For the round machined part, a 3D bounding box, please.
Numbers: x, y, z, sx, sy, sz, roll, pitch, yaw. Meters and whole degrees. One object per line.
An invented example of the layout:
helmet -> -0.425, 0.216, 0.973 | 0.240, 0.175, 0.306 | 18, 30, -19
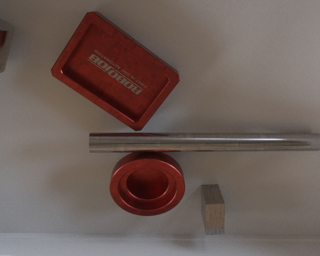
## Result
round machined part -> -0.017, 0.070, 0.422 | 0.099, 0.042, 0.097 | -1, 120, -1

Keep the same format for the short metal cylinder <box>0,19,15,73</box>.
short metal cylinder -> -0.210, -0.099, 0.342 | 0.080, 0.080, 0.050 | 21, 109, -8

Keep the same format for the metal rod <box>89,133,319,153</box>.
metal rod -> 0.064, 0.018, 0.400 | 0.302, 0.025, 0.025 | 0, 110, -8

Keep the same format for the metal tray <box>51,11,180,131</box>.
metal tray -> -0.053, -0.068, 0.382 | 0.130, 0.030, 0.090 | 35, 106, -12

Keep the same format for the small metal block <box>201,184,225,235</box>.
small metal block -> 0.075, 0.115, 0.442 | 0.025, 0.050, 0.050 | -3, 110, 1
